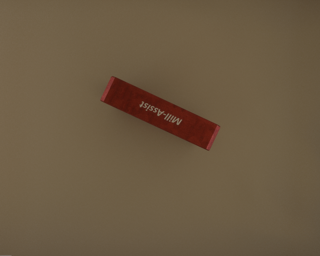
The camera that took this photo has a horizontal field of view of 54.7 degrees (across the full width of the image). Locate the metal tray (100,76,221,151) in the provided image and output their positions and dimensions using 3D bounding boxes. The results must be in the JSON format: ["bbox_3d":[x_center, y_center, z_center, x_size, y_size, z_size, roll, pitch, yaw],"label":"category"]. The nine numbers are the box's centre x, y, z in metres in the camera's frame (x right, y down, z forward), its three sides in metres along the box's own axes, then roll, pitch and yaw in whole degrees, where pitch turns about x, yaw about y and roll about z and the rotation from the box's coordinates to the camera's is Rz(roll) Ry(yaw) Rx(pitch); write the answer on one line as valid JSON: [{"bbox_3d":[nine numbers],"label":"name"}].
[{"bbox_3d":[0.000,-0.016,0.375,0.131,0.090,0.030,25,90,-1],"label":"metal tray"}]
